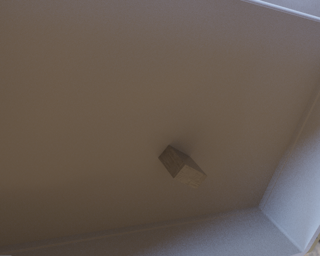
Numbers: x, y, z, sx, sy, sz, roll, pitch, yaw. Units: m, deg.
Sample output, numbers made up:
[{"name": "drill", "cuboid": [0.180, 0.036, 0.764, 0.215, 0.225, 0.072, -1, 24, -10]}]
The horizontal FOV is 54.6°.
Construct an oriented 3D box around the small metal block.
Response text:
[{"name": "small metal block", "cuboid": [0.032, 0.056, 0.444, 0.050, 0.050, 0.025, 31, 101, -38]}]
